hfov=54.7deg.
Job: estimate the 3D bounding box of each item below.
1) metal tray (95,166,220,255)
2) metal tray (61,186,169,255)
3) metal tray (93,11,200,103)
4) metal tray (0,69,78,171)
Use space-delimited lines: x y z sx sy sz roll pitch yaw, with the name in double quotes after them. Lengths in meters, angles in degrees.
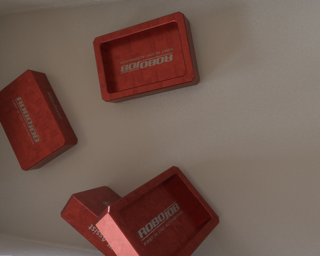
0.004 0.105 0.351 0.090 0.131 0.030 50 126 13 "metal tray"
-0.048 0.128 0.390 0.130 0.090 0.030 34 97 16 "metal tray"
-0.020 -0.090 0.413 0.130 0.030 0.089 -11 86 19 "metal tray"
-0.194 -0.012 0.474 0.090 0.030 0.130 -32 80 17 "metal tray"
